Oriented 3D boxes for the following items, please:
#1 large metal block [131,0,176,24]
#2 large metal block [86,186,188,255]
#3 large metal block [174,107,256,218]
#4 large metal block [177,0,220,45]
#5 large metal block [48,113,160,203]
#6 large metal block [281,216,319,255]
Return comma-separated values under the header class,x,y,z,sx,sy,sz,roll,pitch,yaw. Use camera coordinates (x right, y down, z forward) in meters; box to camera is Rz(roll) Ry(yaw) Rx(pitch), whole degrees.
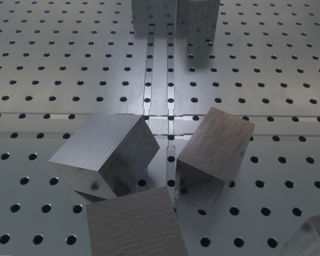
class,x,y,z,sx,sy,sz,roll,pitch,yaw
large metal block,-0.013,-0.245,0.598,0.080,0.050,0.080,-2,50,-2
large metal block,-0.022,0.111,0.298,0.081,0.050,0.080,-12,51,-10
large metal block,0.058,0.038,0.341,0.050,0.080,0.080,24,54,19
large metal block,0.064,-0.206,0.546,0.050,0.080,0.080,-9,51,-8
large metal block,-0.060,0.029,0.347,0.080,0.050,0.080,4,44,38
large metal block,0.169,0.112,0.279,0.080,0.080,0.050,-9,51,-8
